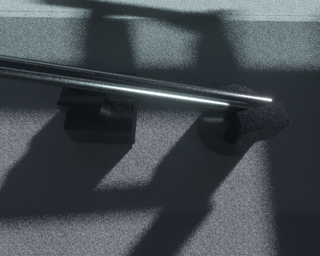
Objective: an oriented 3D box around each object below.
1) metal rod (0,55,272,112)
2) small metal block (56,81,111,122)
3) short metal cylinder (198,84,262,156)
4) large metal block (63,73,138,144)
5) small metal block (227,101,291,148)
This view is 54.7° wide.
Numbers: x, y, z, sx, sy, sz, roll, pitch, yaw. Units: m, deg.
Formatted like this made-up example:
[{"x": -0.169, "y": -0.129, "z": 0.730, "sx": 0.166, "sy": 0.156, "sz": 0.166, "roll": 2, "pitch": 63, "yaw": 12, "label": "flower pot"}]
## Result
[{"x": -0.023, "y": -0.046, "z": 0.350, "sx": 0.302, "sy": 0.025, "sz": 0.025, "roll": 8, "pitch": 70, "yaw": -6, "label": "metal rod"}, {"x": -0.087, "y": -0.039, "z": 0.368, "sx": 0.050, "sy": 0.025, "sz": 0.050, "roll": 12, "pitch": 70, "yaw": 4, "label": "small metal block"}, {"x": 0.093, "y": -0.009, "z": 0.399, "sx": 0.081, "sy": 0.050, "sz": 0.080, "roll": 0, "pitch": 70, "yaw": 0, "label": "short metal cylinder"}, {"x": -0.072, "y": -0.026, "z": 0.402, "sx": 0.081, "sy": 0.050, "sz": 0.080, "roll": 3, "pitch": 70, "yaw": 0, "label": "large metal block"}, {"x": 0.107, "y": -0.003, "z": 0.343, "sx": 0.050, "sy": 0.050, "sz": 0.025, "roll": -14, "pitch": 71, "yaw": -5, "label": "small metal block"}]
